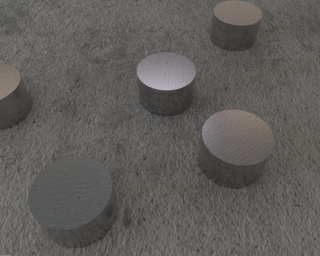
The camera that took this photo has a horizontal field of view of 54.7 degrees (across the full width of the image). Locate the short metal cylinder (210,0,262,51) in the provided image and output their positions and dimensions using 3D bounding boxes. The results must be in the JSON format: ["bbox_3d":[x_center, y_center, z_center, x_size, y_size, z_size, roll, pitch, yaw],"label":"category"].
[{"bbox_3d":[0.130,-0.178,0.537,0.080,0.050,0.080,0,50,0],"label":"short metal cylinder"}]

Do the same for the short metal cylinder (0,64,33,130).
[{"bbox_3d":[-0.223,-0.043,0.421,0.080,0.050,0.080,0,50,0],"label":"short metal cylinder"}]

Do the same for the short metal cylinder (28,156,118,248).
[{"bbox_3d":[-0.087,0.076,0.322,0.080,0.050,0.080,0,50,0],"label":"short metal cylinder"}]

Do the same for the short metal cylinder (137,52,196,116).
[{"bbox_3d":[0.009,-0.063,0.440,0.080,0.050,0.080,0,50,0],"label":"short metal cylinder"}]

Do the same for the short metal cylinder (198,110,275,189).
[{"bbox_3d":[0.088,0.024,0.367,0.080,0.050,0.080,0,50,0],"label":"short metal cylinder"}]
